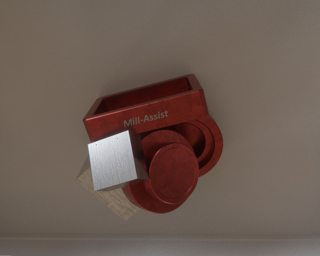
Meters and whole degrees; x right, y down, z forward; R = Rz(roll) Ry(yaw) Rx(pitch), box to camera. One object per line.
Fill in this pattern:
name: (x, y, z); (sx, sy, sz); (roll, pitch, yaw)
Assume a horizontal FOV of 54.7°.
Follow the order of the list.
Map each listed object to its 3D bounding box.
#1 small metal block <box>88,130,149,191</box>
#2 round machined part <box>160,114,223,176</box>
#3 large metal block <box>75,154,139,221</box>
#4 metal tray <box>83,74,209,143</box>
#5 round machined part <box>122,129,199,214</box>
small metal block: (-0.044, 0.036, 0.324); (0.050, 0.025, 0.050); (-19, 71, 19)
round machined part: (0.030, 0.016, 0.408); (0.099, 0.042, 0.097); (0, 110, -1)
large metal block: (-0.052, 0.057, 0.401); (0.050, 0.080, 0.080); (-42, 105, 14)
metal tray: (-0.015, -0.026, 0.365); (0.131, 0.090, 0.030); (-14, 110, 4)
round machined part: (0.006, 0.050, 0.357); (0.099, 0.042, 0.097); (1, 88, -33)
